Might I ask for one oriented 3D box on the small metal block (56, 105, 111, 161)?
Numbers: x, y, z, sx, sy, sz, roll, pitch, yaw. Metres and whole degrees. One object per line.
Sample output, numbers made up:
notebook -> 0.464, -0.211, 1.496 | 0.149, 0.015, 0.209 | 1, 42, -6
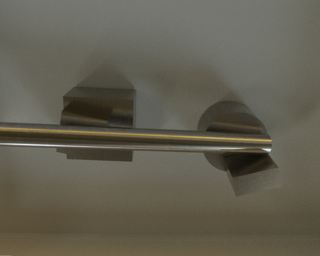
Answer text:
small metal block -> -0.088, 0.005, 0.357 | 0.050, 0.025, 0.050 | 12, 109, -5

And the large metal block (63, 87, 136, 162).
large metal block -> -0.073, -0.006, 0.392 | 0.081, 0.050, 0.079 | 2, 110, -2

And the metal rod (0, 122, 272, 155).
metal rod -> -0.024, 0.012, 0.339 | 0.302, 0.025, 0.025 | 3, 110, -10

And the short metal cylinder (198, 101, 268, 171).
short metal cylinder -> 0.092, 0.010, 0.401 | 0.081, 0.050, 0.079 | 0, 110, -1

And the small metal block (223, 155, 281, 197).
small metal block -> 0.106, 0.051, 0.362 | 0.050, 0.050, 0.025 | -14, 110, 4
